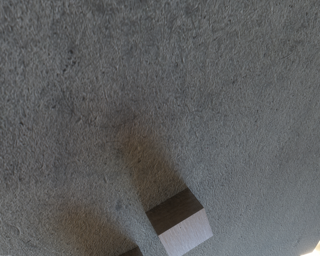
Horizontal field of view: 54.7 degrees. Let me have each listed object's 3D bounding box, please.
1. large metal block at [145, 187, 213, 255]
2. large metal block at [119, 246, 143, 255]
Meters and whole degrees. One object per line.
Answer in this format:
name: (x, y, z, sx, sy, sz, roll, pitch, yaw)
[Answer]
large metal block: (0.033, 0.157, 0.506, 0.080, 0.050, 0.080, -28, 128, -10)
large metal block: (-0.057, 0.259, 0.520, 0.081, 0.050, 0.080, -21, 127, -16)
